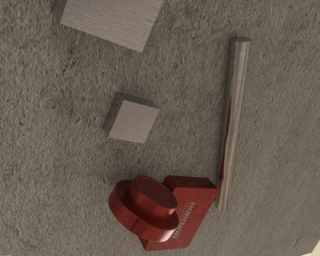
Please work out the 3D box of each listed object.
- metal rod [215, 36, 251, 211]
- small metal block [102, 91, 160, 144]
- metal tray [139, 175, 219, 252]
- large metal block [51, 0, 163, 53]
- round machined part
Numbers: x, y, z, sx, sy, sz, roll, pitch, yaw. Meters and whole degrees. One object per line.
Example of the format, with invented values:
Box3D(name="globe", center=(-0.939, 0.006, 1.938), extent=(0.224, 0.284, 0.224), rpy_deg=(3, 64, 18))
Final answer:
Box3D(name="metal rod", center=(0.107, 0.013, 0.473), extent=(0.025, 0.025, 0.298), rpy_deg=(-15, 125, -20))
Box3D(name="small metal block", center=(-0.036, -0.012, 0.380), extent=(0.050, 0.025, 0.050), rpy_deg=(12, 112, -34))
Box3D(name="metal tray", center=(0.029, 0.141, 0.507), extent=(0.091, 0.030, 0.129), rpy_deg=(10, 113, -33))
Box3D(name="large metal block", center=(-0.045, -0.127, 0.288), extent=(0.081, 0.050, 0.079), rpy_deg=(12, 112, -34))
Box3D(name="round machined part", center=(-0.016, 0.100, 0.413), extent=(0.099, 0.098, 0.042), rpy_deg=(23, 106, -37))
